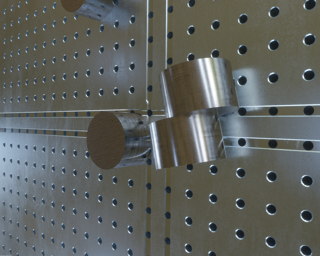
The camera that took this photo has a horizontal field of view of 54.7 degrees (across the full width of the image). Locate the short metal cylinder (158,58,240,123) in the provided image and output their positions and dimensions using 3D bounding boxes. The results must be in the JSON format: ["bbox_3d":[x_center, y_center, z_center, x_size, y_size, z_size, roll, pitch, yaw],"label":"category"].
[{"bbox_3d":[0.042,-0.038,0.339,0.080,0.081,0.050,-15,81,39],"label":"short metal cylinder"}]

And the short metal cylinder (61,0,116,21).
[{"bbox_3d":[-0.112,-0.216,0.486,0.080,0.050,0.079,0,90,40],"label":"short metal cylinder"}]

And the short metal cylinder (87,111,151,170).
[{"bbox_3d":[-0.059,0.017,0.442,0.080,0.050,0.079,0,90,40],"label":"short metal cylinder"}]

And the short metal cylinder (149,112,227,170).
[{"bbox_3d":[0.030,0.016,0.348,0.080,0.081,0.050,-15,81,39],"label":"short metal cylinder"}]
